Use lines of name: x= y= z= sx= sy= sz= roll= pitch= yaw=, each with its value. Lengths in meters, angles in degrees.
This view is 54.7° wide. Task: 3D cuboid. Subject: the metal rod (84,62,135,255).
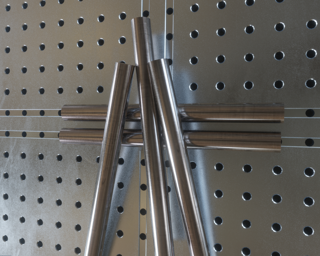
metal rod: x=-0.072 y=0.063 z=0.417 sx=0.025 sy=0.025 sz=0.298 roll=15 pitch=102 yaw=19

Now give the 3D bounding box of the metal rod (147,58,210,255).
metal rod: x=0.029 y=0.065 z=0.382 sx=0.025 sy=0.025 sz=0.298 roll=-11 pitch=93 yaw=19

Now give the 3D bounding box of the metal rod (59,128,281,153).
metal rod: x=-0.001 y=0.014 z=0.412 sx=0.301 sy=0.025 sz=0.025 roll=1 pitch=90 yaw=19

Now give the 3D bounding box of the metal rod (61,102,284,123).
metal rod: x=0.003 y=-0.020 z=0.411 sx=0.301 sy=0.025 sz=0.025 roll=1 pitch=90 yaw=19

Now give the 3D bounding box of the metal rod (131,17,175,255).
metal rod: x=-0.009 y=0.012 z=0.389 sx=0.025 sy=0.025 sz=0.298 roll=-7 pitch=88 yaw=19
